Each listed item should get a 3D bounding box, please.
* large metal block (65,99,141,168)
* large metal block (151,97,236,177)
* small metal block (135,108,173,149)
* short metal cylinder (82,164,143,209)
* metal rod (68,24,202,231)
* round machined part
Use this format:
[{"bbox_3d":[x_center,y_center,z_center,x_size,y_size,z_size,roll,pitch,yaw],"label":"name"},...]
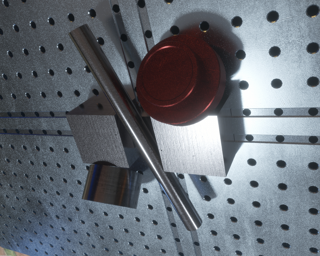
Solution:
[{"bbox_3d":[-0.074,0.006,0.439,0.080,0.050,0.080,2,120,27],"label":"large metal block"},{"bbox_3d":[0.043,0.010,0.379,0.080,0.050,0.080,1,119,27],"label":"large metal block"},{"bbox_3d":[-0.010,0.001,0.418,0.050,0.025,0.050,1,119,28],"label":"small metal block"},{"bbox_3d":[-0.070,0.087,0.458,0.080,0.050,0.080,9,164,3],"label":"short metal cylinder"},{"bbox_3d":[-0.023,0.011,0.397,0.025,0.025,0.299,-19,109,35],"label":"metal rod"},{"bbox_3d":[0.016,-0.052,0.328,0.098,0.042,0.097,-4,82,27],"label":"round machined part"}]
